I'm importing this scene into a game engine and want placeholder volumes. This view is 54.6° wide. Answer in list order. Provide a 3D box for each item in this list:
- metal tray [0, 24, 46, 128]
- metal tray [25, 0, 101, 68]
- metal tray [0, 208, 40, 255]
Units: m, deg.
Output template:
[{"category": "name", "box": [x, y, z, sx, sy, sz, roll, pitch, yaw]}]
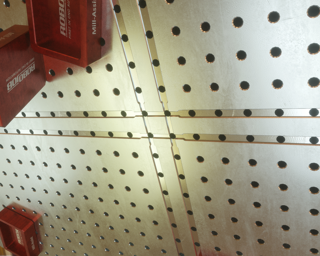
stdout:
[{"category": "metal tray", "box": [-0.193, -0.071, 0.400, 0.030, 0.130, 0.089, 5, 123, 2]}, {"category": "metal tray", "box": [-0.119, -0.149, 0.379, 0.090, 0.030, 0.129, 20, 126, 16]}, {"category": "metal tray", "box": [-0.345, 0.262, 0.753, 0.090, 0.030, 0.129, 19, 126, 17]}]
